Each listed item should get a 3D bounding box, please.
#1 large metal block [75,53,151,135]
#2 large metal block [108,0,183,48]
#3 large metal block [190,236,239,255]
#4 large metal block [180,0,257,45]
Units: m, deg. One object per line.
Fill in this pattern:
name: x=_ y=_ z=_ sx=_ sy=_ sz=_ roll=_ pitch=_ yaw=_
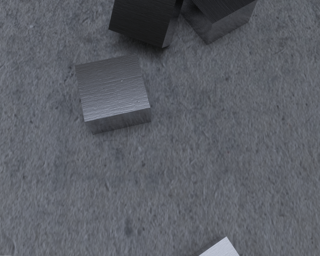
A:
large metal block: x=-0.061 y=-0.044 z=0.410 sx=0.081 sy=0.050 sz=0.080 roll=-13 pitch=71 yaw=-5
large metal block: x=-0.017 y=-0.166 z=0.434 sx=0.080 sy=0.050 sz=0.079 roll=21 pitch=113 yaw=7
large metal block: x=0.058 y=0.175 z=0.332 sx=0.080 sy=0.050 sz=0.080 roll=-31 pitch=73 yaw=-11
large metal block: x=0.083 y=-0.185 z=0.464 sx=0.080 sy=0.050 sz=0.080 roll=-32 pitch=73 yaw=-11
